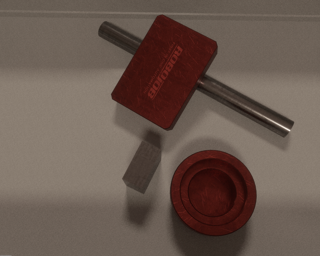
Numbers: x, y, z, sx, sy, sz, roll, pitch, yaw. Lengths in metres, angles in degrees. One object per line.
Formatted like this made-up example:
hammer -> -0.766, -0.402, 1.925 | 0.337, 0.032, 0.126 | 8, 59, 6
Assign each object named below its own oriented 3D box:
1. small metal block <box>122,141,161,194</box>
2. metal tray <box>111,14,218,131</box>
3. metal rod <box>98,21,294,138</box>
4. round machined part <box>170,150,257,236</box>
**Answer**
small metal block -> -0.021, 0.050, 0.378 | 0.025, 0.050, 0.050 | 25, 72, 8
metal tray -> 0.007, -0.073, 0.413 | 0.090, 0.030, 0.130 | 30, 90, 10
metal rod -> 0.043, -0.073, 0.436 | 0.301, 0.025, 0.025 | 30, 73, 10
round machined part -> 0.061, 0.079, 0.373 | 0.099, 0.042, 0.098 | 0, 70, -1
